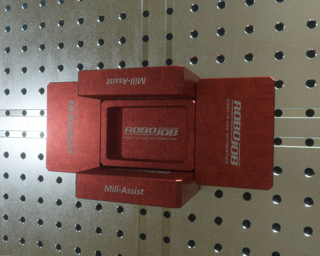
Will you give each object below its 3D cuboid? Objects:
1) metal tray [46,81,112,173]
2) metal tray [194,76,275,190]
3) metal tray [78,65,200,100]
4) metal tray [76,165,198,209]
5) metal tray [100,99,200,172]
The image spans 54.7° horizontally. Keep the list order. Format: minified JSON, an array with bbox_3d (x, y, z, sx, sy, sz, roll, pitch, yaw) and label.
[{"bbox_3d":[-0.118,-0.001,0.450,0.090,0.030,0.129,1,90,19],"label":"metal tray"},{"bbox_3d":[0.090,0.005,0.376,0.090,0.030,0.129,1,90,18],"label":"metal tray"},{"bbox_3d":[-0.023,-0.052,0.385,0.130,0.090,0.030,1,91,19],"label":"metal tray"},{"bbox_3d":[-0.025,0.068,0.384,0.130,0.090,0.030,1,91,19],"label":"metal tray"},{"bbox_3d":[-0.014,0.008,0.412,0.130,0.030,0.089,1,90,19],"label":"metal tray"}]
